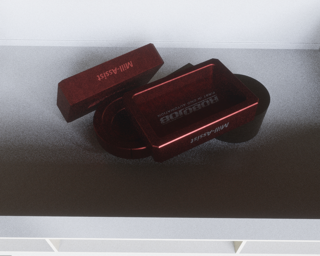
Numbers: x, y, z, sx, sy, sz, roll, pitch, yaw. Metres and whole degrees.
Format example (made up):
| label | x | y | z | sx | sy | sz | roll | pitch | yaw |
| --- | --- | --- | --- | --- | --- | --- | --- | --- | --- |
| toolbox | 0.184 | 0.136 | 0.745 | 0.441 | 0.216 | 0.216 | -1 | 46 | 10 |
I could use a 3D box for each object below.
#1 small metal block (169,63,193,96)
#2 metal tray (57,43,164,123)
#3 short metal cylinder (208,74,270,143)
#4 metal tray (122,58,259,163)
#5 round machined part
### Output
| label | x | y | z | sx | sy | sz | roll | pitch | yaw |
| --- | --- | --- | --- | --- | --- | --- | --- | --- | --- |
| small metal block | 0.031 | -0.055 | 0.433 | 0.050 | 0.050 | 0.025 | -35 | 59 | -28 |
| metal tray | -0.067 | -0.058 | 0.406 | 0.131 | 0.090 | 0.030 | -29 | 88 | -23 |
| short metal cylinder | 0.098 | -0.027 | 0.410 | 0.081 | 0.050 | 0.080 | 0 | 50 | 0 |
| metal tray | 0.034 | -0.025 | 0.359 | 0.131 | 0.030 | 0.090 | -24 | 53 | -14 |
| round machined part | -0.032 | 0.000 | 0.393 | 0.099 | 0.042 | 0.098 | 0 | 50 | 0 |
